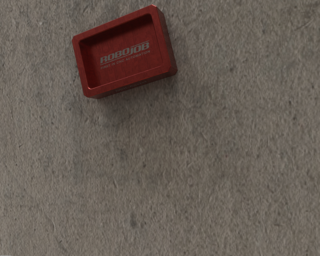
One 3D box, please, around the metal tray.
[{"bbox_3d":[-0.050,-0.100,0.422,0.130,0.030,0.090,-15,85,19],"label":"metal tray"}]
